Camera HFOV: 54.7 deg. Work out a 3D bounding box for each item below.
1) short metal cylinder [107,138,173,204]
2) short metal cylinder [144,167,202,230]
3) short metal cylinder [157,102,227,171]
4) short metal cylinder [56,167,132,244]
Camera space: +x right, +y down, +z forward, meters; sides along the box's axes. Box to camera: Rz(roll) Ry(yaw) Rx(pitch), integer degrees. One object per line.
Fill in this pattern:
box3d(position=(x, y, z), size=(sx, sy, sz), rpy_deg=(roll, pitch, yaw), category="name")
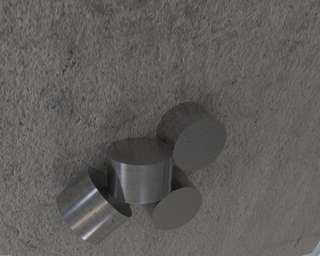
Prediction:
box3d(position=(-0.025, 0.050, 0.384), size=(0.081, 0.080, 0.050), rpy_deg=(-8, 112, -25), category="short metal cylinder")
box3d(position=(0.015, 0.105, 0.464), size=(0.081, 0.050, 0.079), rpy_deg=(-14, 124, -21), category="short metal cylinder")
box3d(position=(0.042, 0.011, 0.420), size=(0.081, 0.050, 0.079), rpy_deg=(-14, 124, -21), category="short metal cylinder")
box3d(position=(-0.081, 0.095, 0.386), size=(0.050, 0.080, 0.080), rpy_deg=(-41, 129, 0), category="short metal cylinder")
